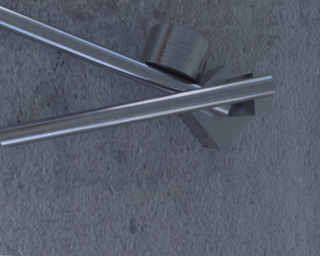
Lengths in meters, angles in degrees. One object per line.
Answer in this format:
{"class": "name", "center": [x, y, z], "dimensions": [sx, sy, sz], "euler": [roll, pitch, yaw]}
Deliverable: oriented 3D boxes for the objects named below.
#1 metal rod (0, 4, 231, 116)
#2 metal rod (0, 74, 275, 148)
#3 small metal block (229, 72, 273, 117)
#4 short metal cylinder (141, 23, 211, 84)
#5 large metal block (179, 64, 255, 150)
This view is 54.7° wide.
{"class": "metal rod", "center": [-0.057, -0.078, 0.359], "dimensions": [0.302, 0.025, 0.025], "euler": [21, 83, -8]}
{"class": "metal rod", "center": [-0.026, -0.019, 0.345], "dimensions": [0.302, 0.025, 0.025], "euler": [-11, 94, 1]}
{"class": "small metal block", "center": [0.111, -0.040, 0.383], "dimensions": [0.025, 0.050, 0.050], "euler": [-4, 92, -20]}
{"class": "short metal cylinder", "center": [0.018, -0.087, 0.390], "dimensions": [0.080, 0.080, 0.050], "euler": [22, 83, -19]}
{"class": "large metal block", "center": [0.075, -0.028, 0.424], "dimensions": [0.080, 0.050, 0.080], "euler": [-43, 103, -14]}
